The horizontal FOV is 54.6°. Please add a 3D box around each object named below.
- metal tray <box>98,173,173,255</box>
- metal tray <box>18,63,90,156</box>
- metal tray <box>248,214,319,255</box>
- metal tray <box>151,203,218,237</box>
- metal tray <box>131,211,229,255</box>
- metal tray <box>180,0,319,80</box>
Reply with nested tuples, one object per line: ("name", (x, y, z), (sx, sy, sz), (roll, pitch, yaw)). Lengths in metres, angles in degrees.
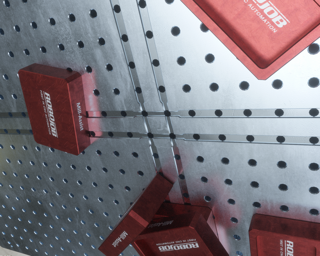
("metal tray", (-0.038, 0.136, 0.473), (0.030, 0.090, 0.129), (38, 129, 3))
("metal tray", (-0.160, -0.027, 0.477), (0.090, 0.030, 0.129), (14, 124, 20))
("metal tray", (0.175, 0.184, 0.429), (0.090, 0.030, 0.129), (2, 120, 27))
("metal tray", (0.046, 0.182, 0.496), (0.090, 0.030, 0.129), (-1, 118, 29))
("metal tray", (0.024, 0.178, 0.466), (0.130, 0.030, 0.090), (-24, 106, 36))
("metal tray", (0.087, -0.120, 0.288), (0.130, 0.030, 0.090), (45, 129, -3))
